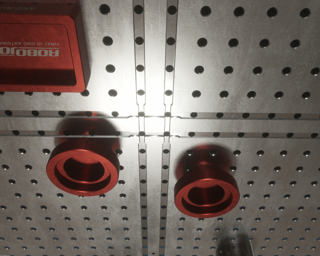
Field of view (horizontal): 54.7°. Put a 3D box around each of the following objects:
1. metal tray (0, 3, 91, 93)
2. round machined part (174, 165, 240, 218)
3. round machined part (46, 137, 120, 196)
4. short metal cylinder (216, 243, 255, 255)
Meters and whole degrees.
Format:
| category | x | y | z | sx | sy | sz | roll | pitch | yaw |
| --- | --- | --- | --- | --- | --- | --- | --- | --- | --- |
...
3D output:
| category | x | y | z | sx | sy | sz | roll | pitch | yaw |
| --- | --- | --- | --- | --- | --- | --- | --- | --- | --- |
| metal tray | -0.148 | -0.084 | 0.334 | 0.131 | 0.030 | 0.089 | 0 | 130 | -1 |
| round machined part | 0.071 | 0.095 | 0.483 | 0.099 | 0.042 | 0.097 | -1 | 130 | 0 |
| round machined part | -0.107 | 0.051 | 0.443 | 0.099 | 0.042 | 0.097 | -1 | 130 | 0 |
| short metal cylinder | 0.158 | 0.281 | 0.637 | 0.081 | 0.050 | 0.079 | 0 | 130 | 0 |
